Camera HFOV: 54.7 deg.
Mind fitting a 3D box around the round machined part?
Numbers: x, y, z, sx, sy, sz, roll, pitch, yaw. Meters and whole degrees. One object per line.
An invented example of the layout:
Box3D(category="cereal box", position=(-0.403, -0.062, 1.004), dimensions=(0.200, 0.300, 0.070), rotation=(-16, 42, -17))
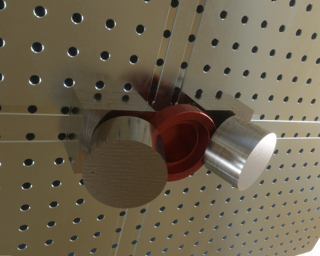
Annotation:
Box3D(category="round machined part", position=(0.017, 0.014, 0.380), dimensions=(0.099, 0.042, 0.097), rotation=(-14, 124, -21))

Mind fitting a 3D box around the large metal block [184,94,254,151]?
Box3D(category="large metal block", position=(0.073, 0.000, 0.434), dimensions=(0.081, 0.050, 0.079), rotation=(-1, 119, -28))

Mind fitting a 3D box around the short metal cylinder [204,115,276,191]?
Box3D(category="short metal cylinder", position=(0.100, 0.031, 0.387), dimensions=(0.081, 0.050, 0.079), rotation=(-31, 137, -33))

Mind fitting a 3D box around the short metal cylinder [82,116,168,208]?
Box3D(category="short metal cylinder", position=(-0.034, 0.034, 0.316), dimensions=(0.081, 0.050, 0.079), rotation=(-2, 118, -4))

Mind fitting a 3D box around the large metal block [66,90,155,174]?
Box3D(category="large metal block", position=(-0.060, 0.004, 0.364), dimensions=(0.081, 0.050, 0.079), rotation=(1, 118, -29))
